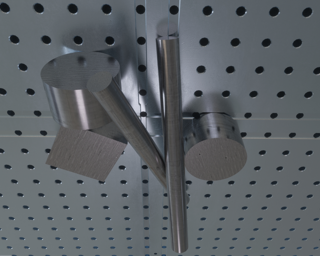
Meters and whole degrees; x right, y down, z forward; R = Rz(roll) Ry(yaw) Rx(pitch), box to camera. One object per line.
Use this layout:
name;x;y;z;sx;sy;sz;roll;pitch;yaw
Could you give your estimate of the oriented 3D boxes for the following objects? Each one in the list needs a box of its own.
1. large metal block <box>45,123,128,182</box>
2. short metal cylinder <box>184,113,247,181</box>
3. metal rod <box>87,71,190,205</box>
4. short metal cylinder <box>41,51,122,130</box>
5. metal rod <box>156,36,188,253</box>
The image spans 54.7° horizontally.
large metal block;-0.094;0.017;0.409;0.080;0.050;0.080;22;127;-18
short metal cylinder;0.072;0.026;0.418;0.081;0.050;0.079;0;130;0
metal rod;-0.009;0.038;0.397;0.025;0.025;0.299;-14;143;12
short metal cylinder;-0.082;-0.043;0.338;0.081;0.080;0.050;0;130;0
metal rod;0.018;0.039;0.393;0.025;0.025;0.298;-3;115;2
